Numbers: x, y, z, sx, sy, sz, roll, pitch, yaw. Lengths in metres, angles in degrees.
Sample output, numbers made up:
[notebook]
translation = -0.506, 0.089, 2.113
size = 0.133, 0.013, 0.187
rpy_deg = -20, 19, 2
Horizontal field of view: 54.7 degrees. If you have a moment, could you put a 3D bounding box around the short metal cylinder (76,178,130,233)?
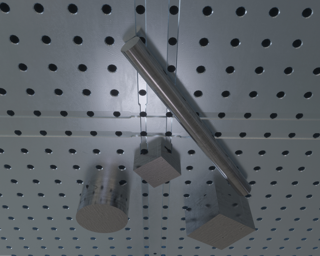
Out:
[short metal cylinder]
translation = -0.091, 0.127, 0.502
size = 0.081, 0.050, 0.079
rpy_deg = 0, 130, 0

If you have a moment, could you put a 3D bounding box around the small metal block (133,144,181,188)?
[small metal block]
translation = -0.004, 0.057, 0.461
size = 0.050, 0.025, 0.050
rpy_deg = -29, 125, 22

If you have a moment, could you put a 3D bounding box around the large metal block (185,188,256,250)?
[large metal block]
translation = 0.101, 0.158, 0.531
size = 0.080, 0.050, 0.080
rpy_deg = 29, 124, -23

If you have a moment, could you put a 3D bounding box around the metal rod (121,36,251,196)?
[metal rod]
translation = 0.051, 0.004, 0.415
size = 0.025, 0.025, 0.300
rpy_deg = -27, 125, 21
